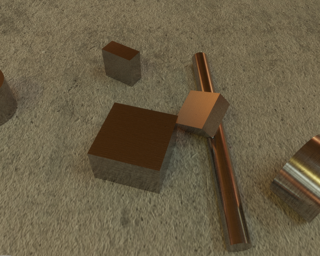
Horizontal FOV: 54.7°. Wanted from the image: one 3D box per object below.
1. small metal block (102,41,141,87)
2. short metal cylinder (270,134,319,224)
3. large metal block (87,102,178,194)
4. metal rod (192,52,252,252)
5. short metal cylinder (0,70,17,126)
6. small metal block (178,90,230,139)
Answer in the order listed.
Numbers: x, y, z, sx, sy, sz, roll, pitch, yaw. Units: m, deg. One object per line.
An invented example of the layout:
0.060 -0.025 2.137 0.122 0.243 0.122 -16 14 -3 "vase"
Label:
-0.057 -0.097 0.468 0.050 0.050 0.025 26 55 20 "small metal block"
0.163 0.053 0.325 0.081 0.080 0.050 -31 57 -24 "short metal cylinder"
-0.028 0.022 0.368 0.080 0.050 0.080 12 51 10 "large metal block"
0.071 0.003 0.401 0.025 0.025 0.300 -2 50 -2 "metal rod"
-0.244 -0.041 0.418 0.081 0.050 0.080 0 50 0 "short metal cylinder"
0.053 -0.019 0.395 0.050 0.025 0.050 15 72 49 "small metal block"
